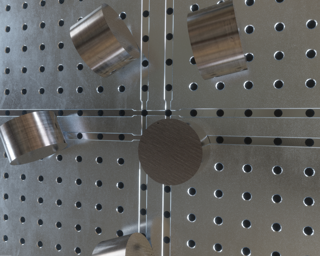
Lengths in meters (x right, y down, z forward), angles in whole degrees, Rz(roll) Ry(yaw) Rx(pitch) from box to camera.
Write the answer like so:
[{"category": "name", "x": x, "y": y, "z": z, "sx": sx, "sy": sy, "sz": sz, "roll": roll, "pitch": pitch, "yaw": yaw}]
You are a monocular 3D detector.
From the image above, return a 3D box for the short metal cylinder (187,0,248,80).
[{"category": "short metal cylinder", "x": 0.068, "y": -0.101, "z": 0.359, "sx": 0.050, "sy": 0.080, "sz": 0.080, "roll": -12, "pitch": 86, "yaw": 19}]

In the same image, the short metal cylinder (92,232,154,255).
[{"category": "short metal cylinder", "x": -0.045, "y": 0.181, "z": 0.398, "sx": 0.050, "sy": 0.080, "sz": 0.080, "roll": -21, "pitch": 83, "yaw": 18}]

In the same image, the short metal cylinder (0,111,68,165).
[{"category": "short metal cylinder", "x": -0.181, "y": 0.015, "z": 0.446, "sx": 0.080, "sy": 0.080, "sz": 0.050, "roll": -26, "pitch": 82, "yaw": 18}]

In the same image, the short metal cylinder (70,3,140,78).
[{"category": "short metal cylinder", "x": -0.071, "y": -0.114, "z": 0.407, "sx": 0.050, "sy": 0.080, "sz": 0.080, "roll": -28, "pitch": 81, "yaw": 18}]

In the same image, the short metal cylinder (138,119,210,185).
[{"category": "short metal cylinder", "x": 0.019, "y": 0.028, "z": 0.392, "sx": 0.080, "sy": 0.050, "sz": 0.079, "roll": 0, "pitch": 90, "yaw": 19}]
